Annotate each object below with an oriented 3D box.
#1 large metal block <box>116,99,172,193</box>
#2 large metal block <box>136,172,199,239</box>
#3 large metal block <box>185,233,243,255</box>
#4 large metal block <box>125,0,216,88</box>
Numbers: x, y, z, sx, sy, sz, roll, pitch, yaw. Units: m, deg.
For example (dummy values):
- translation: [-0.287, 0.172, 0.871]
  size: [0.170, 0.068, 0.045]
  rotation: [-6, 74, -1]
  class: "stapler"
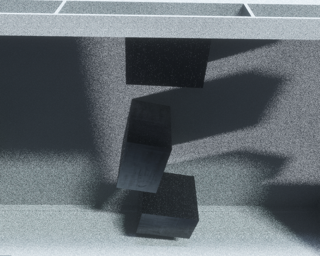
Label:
- translation: [-0.020, 0.023, 0.392]
  size: [0.050, 0.080, 0.079]
  rotation: [10, 129, -9]
  class: "large metal block"
- translation: [0.010, 0.115, 0.470]
  size: [0.081, 0.080, 0.050]
  rotation: [9, 130, -8]
  class: "large metal block"
- translation: [0.108, 0.263, 0.620]
  size: [0.080, 0.050, 0.080]
  rotation: [27, 125, -21]
  class: "large metal block"
- translation: [0.007, -0.090, 0.316]
  size: [0.081, 0.050, 0.079]
  rotation: [2, 130, -2]
  class: "large metal block"
